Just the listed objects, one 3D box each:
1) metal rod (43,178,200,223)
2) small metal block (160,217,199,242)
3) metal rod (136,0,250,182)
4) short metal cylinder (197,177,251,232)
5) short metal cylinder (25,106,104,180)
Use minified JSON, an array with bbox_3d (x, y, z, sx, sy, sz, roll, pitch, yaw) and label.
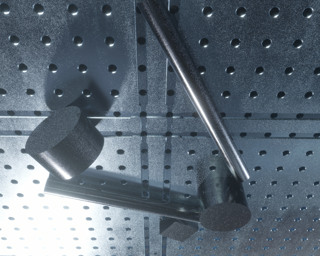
[{"bbox_3d":[-0.036,0.127,0.518,0.302,0.025,0.025,14,129,-12],"label":"metal rod"},{"bbox_3d":[0.034,0.179,0.564,0.050,0.025,0.050,27,125,-21],"label":"small metal block"},{"bbox_3d":[0.056,-0.028,0.388,0.025,0.025,0.299,-22,127,17],"label":"metal rod"},{"bbox_3d":[0.102,0.124,0.502,0.081,0.050,0.079,0,131,0],"label":"short metal cylinder"},{"bbox_3d":[-0.118,0.018,0.389,0.080,0.080,0.050,-21,127,17],"label":"short metal cylinder"}]
